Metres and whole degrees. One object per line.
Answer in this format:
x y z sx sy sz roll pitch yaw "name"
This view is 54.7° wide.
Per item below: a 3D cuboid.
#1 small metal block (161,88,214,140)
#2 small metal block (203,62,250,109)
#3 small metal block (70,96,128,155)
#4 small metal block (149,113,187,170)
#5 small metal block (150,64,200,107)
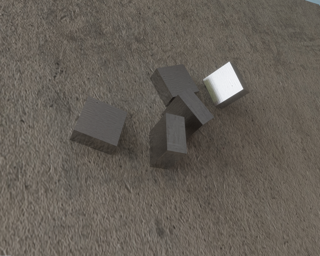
0.036 -0.017 0.417 0.025 0.050 0.050 -32 80 -38 "small metal block"
0.102 -0.065 0.478 0.025 0.050 0.050 9 54 -52 "small metal block"
-0.072 -0.003 0.367 0.050 0.025 0.050 23 53 -15 "small metal block"
0.009 0.017 0.381 0.025 0.050 0.050 12 57 -22 "small metal block"
0.021 -0.063 0.454 0.050 0.025 0.050 -16 70 -35 "small metal block"
